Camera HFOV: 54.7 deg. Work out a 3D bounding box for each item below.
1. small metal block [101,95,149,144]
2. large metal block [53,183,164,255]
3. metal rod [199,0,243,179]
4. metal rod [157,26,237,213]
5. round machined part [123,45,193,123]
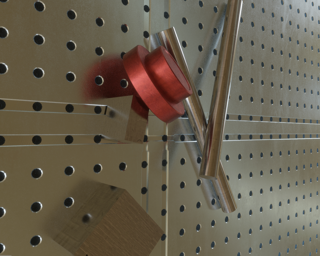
[{"bbox_3d":[-0.040,-0.009,0.361,0.025,0.050,0.050,17,80,-39],"label":"small metal block"},{"bbox_3d":[-0.055,0.122,0.349,0.080,0.050,0.080,-51,120,-28],"label":"large metal block"},{"bbox_3d":[0.095,-0.071,0.469,0.025,0.025,0.299,27,66,-37],"label":"metal rod"},{"bbox_3d":[0.061,0.000,0.462,0.025,0.025,0.299,-35,112,-35],"label":"metal rod"},{"bbox_3d":[0.003,-0.058,0.367,0.098,0.042,0.098,51,18,-23],"label":"round machined part"}]
